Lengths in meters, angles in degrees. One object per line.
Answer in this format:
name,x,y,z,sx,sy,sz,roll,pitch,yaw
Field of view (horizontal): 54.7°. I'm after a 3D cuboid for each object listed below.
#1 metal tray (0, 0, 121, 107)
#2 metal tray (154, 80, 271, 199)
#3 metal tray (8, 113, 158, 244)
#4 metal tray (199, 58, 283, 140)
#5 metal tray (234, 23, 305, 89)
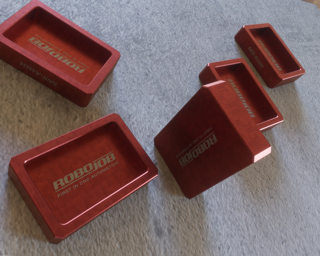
metal tray,-0.127,-0.095,0.390,0.130,0.030,0.090,32,51,-8
metal tray,0.051,0.019,0.354,0.030,0.129,0.090,-21,73,-36
metal tray,-0.077,0.047,0.331,0.131,0.030,0.090,-29,78,-38
metal tray,0.132,-0.050,0.504,0.091,0.030,0.130,-17,71,-35
metal tray,0.215,-0.145,0.607,0.091,0.030,0.130,-18,71,-35
